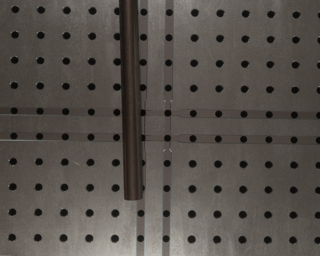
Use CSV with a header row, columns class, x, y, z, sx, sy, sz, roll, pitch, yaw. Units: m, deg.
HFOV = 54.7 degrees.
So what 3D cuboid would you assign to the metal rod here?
class,x,y,z,sx,sy,sz,roll,pitch,yaw
metal rod,-0.039,-0.055,0.412,0.025,0.025,0.298,-2,90,-1
